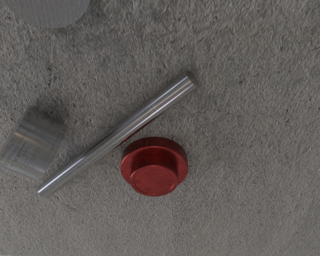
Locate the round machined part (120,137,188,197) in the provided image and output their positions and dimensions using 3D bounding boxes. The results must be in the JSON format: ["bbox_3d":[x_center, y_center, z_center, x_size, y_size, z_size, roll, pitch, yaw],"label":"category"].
[{"bbox_3d":[-0.008,0.062,0.449,0.099,0.042,0.097,0,130,0],"label":"round machined part"}]

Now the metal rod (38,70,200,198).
[{"bbox_3d":[-0.072,0.021,0.423,0.299,0.025,0.025,-35,122,26],"label":"metal rod"}]

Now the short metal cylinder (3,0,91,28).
[{"bbox_3d":[-0.097,-0.137,0.273,0.081,0.050,0.079,0,130,0],"label":"short metal cylinder"}]

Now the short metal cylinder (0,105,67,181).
[{"bbox_3d":[-0.159,0.019,0.385,0.050,0.080,0.080,32,123,-24],"label":"short metal cylinder"}]
